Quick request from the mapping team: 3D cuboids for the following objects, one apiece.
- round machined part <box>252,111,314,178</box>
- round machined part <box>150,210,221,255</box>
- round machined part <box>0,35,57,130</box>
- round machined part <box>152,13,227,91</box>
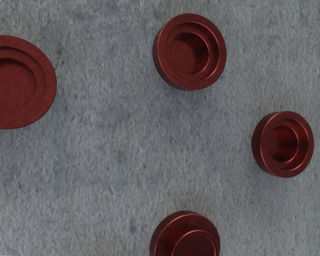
[{"bbox_3d":[0.179,0.024,0.468,0.099,0.042,0.097,0,90,-21],"label":"round machined part"},{"bbox_3d":[0.039,0.165,0.416,0.099,0.042,0.097,0,90,-21],"label":"round machined part"},{"bbox_3d":[-0.166,-0.047,0.339,0.099,0.042,0.097,0,90,-21],"label":"round machined part"},{"bbox_3d":[0.036,-0.098,0.414,0.099,0.042,0.097,0,90,-21],"label":"round machined part"}]
